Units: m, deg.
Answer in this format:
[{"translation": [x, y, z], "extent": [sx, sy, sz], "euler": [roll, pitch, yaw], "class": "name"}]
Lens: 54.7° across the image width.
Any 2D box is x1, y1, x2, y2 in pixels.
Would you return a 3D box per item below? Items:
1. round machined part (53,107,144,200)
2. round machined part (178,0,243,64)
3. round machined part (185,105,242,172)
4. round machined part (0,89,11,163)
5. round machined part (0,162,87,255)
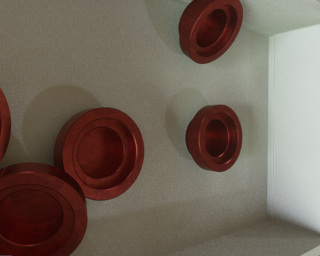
[{"translation": [-0.069, 0.027, 0.340], "extent": [0.099, 0.042, 0.097], "euler": [0, 90, -40], "class": "round machined part"}, {"translation": [0.065, -0.142, 0.431], "extent": [0.099, 0.042, 0.097], "euler": [-29, 145, -23], "class": "round machined part"}, {"translation": [0.076, 0.015, 0.462], "extent": [0.099, 0.042, 0.097], "euler": [0, 90, -40], "class": "round machined part"}, {"translation": [-0.167, 0.000, 0.237], "extent": [0.098, 0.042, 0.097], "euler": [3, 91, -74], "class": "round machined part"}, {"translation": [-0.117, 0.076, 0.281], "extent": [0.099, 0.042, 0.097], "euler": [-4, 107, -14], "class": "round machined part"}]
